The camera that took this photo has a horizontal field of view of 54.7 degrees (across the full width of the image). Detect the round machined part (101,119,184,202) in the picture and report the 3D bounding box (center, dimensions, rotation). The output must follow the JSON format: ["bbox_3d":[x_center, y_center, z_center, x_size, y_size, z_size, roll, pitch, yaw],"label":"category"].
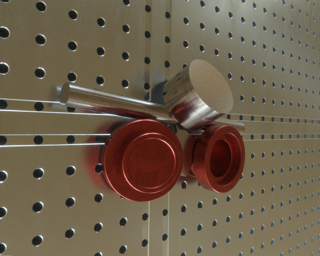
[{"bbox_3d":[-0.016,0.039,0.363,0.099,0.042,0.097,0,91,-22],"label":"round machined part"}]

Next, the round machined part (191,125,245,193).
[{"bbox_3d":[0.081,0.044,0.459,0.099,0.042,0.097,-3,95,-43],"label":"round machined part"}]

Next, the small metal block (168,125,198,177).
[{"bbox_3d":[0.024,0.031,0.424,0.050,0.025,0.050,44,64,-31],"label":"small metal block"}]

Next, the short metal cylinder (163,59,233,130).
[{"bbox_3d":[0.051,-0.043,0.412,0.080,0.050,0.080,24,50,-31],"label":"short metal cylinder"}]

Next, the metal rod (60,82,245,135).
[{"bbox_3d":[0.016,-0.017,0.418,0.302,0.025,0.025,9,84,-40],"label":"metal rod"}]
